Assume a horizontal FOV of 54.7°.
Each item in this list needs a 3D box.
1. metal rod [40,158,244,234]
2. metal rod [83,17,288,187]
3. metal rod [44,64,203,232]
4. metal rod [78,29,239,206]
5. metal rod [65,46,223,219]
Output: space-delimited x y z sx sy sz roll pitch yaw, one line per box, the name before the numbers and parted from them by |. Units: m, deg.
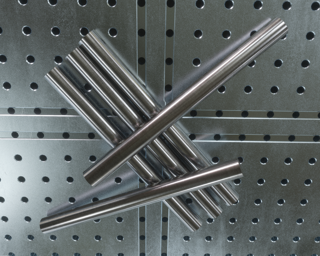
metal rod | -0.036 0.098 0.427 0.301 0.025 0.025 -20 109 15
metal rod | 0.028 -0.029 0.381 0.300 0.025 0.025 -39 106 4
metal rod | -0.040 0.038 0.426 0.025 0.025 0.300 -37 106 12
metal rod | 0.008 -0.003 0.412 0.025 0.025 0.300 -39 106 13
metal rod | -0.012 0.016 0.419 0.025 0.025 0.300 -37 106 12
